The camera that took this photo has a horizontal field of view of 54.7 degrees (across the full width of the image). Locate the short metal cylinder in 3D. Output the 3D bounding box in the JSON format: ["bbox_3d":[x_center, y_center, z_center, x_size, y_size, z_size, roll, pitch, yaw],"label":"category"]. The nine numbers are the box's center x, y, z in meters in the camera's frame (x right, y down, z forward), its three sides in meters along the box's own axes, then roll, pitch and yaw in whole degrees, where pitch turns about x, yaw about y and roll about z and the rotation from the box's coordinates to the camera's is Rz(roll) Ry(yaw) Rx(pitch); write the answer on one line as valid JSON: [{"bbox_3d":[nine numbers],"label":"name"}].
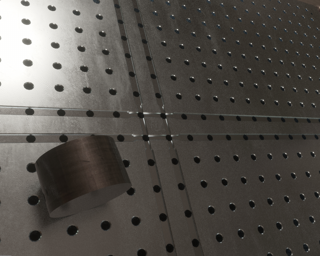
[{"bbox_3d":[-0.074,0.048,0.304,0.081,0.080,0.050,-12,68,-33],"label":"short metal cylinder"}]
